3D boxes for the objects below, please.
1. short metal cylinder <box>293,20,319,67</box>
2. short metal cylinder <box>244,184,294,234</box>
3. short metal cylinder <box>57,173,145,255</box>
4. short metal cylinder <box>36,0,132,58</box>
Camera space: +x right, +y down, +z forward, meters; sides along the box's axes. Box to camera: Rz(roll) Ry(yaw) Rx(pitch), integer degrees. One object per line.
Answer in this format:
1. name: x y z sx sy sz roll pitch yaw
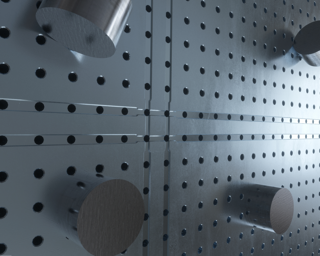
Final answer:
1. short metal cylinder: 0.331 -0.177 0.650 0.050 0.080 0.080 27 73 -37
2. short metal cylinder: 0.197 0.144 0.558 0.081 0.050 0.079 0 90 -40
3. short metal cylinder: -0.064 0.093 0.339 0.081 0.050 0.079 0 90 -40
4. short metal cylinder: -0.074 -0.114 0.311 0.080 0.080 0.050 30 72 -36
